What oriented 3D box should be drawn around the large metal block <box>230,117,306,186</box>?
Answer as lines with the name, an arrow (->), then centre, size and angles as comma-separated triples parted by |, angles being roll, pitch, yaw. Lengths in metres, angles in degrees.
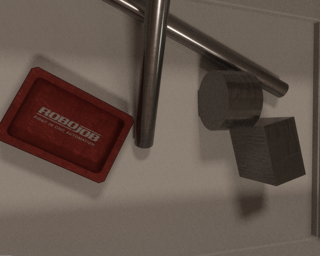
large metal block -> 0.148, 0.030, 0.438 | 0.050, 0.080, 0.080 | -16, 96, -20

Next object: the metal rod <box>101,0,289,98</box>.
metal rod -> 0.060, -0.115, 0.433 | 0.302, 0.025, 0.025 | 24, 82, -19

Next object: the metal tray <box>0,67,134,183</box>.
metal tray -> -0.109, -0.001, 0.368 | 0.131, 0.030, 0.090 | 28, 81, -18

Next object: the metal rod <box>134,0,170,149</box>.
metal rod -> -0.005, -0.107, 0.330 | 0.025, 0.025, 0.298 | -5, 123, -20

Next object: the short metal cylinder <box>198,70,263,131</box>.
short metal cylinder -> 0.092, -0.037, 0.417 | 0.050, 0.080, 0.079 | -1, 91, -20
